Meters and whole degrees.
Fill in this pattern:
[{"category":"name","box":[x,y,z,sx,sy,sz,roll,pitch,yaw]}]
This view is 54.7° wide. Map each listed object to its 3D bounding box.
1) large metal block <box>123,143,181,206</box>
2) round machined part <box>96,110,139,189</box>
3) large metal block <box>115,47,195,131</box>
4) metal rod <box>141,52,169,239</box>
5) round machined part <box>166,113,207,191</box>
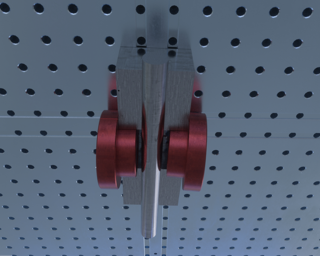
[{"category":"large metal block","box":[-0.012,0.068,0.452,0.081,0.050,0.079,2,130,-2]},{"category":"round machined part","box":[-0.049,0.027,0.385,0.042,0.098,0.097,2,130,-1]},{"category":"large metal block","box":[-0.006,-0.044,0.357,0.081,0.050,0.079,2,130,-2]},{"category":"metal rod","box":[-0.011,0.048,0.386,0.025,0.025,0.298,2,130,-2]},{"category":"round machined part","box":[0.031,0.029,0.388,0.042,0.098,0.097,4,130,2]}]
